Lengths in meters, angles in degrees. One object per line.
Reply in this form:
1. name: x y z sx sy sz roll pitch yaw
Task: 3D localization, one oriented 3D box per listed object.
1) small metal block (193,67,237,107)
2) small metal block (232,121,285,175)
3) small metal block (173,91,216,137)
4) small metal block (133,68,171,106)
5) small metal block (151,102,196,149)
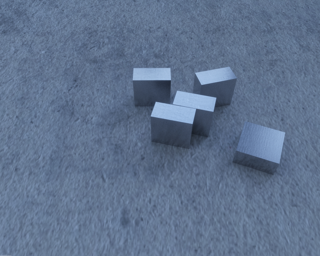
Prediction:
1. small metal block: 0.075 -0.054 0.434 0.050 0.050 0.025 -12 51 -10
2. small metal block: 0.123 0.024 0.385 0.050 0.025 0.050 17 52 13
3. small metal block: 0.043 -0.018 0.402 0.050 0.050 0.025 11 51 9
4. small metal block: -0.011 -0.057 0.434 0.050 0.050 0.025 0 50 -1
5. small metal block: 0.016 -0.003 0.389 0.050 0.050 0.025 11 51 8
